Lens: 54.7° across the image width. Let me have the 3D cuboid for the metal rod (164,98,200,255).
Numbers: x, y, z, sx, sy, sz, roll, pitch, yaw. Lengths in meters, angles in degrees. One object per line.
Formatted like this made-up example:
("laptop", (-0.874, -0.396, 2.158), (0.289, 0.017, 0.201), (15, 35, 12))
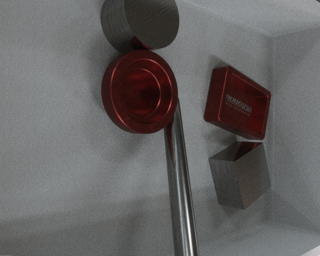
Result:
("metal rod", (0.024, 0.087, 0.340), (0.025, 0.025, 0.299), (26, 46, -37))

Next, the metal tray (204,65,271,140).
("metal tray", (0.134, -0.038, 0.518), (0.131, 0.030, 0.090), (20, 77, -39))

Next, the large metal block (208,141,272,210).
("large metal block", (0.131, 0.074, 0.504), (0.081, 0.050, 0.080), (-24, 105, -38))

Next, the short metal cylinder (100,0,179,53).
("short metal cylinder", (-0.023, -0.131, 0.372), (0.081, 0.050, 0.079), (0, 90, -40))

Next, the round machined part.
("round machined part", (-0.028, -0.042, 0.374), (0.099, 0.042, 0.097), (0, 90, -40))
